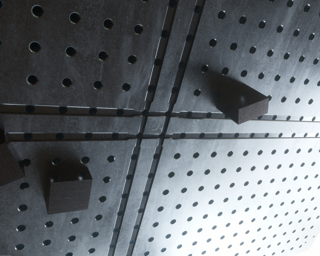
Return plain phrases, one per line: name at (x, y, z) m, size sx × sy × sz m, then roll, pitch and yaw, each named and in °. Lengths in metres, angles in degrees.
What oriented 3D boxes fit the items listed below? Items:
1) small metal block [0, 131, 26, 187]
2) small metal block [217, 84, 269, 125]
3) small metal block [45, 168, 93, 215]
small metal block at (-0.183, 0.038, 0.335) m, size 0.050 × 0.025 × 0.050 m, roll -22°, pitch 127°, yaw -15°
small metal block at (0.117, -0.035, 0.440) m, size 0.050 × 0.050 × 0.025 m, roll -20°, pitch 126°, yaw -17°
small metal block at (-0.118, 0.081, 0.398) m, size 0.050 × 0.025 × 0.050 m, roll 0°, pitch 119°, yaw -29°
